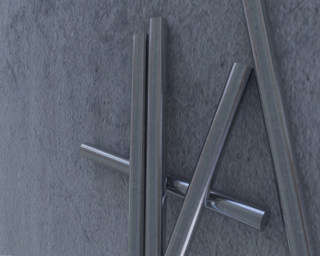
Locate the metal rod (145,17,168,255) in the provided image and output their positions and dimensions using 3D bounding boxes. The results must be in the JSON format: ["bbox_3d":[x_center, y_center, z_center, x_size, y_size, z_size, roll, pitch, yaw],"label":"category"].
[{"bbox_3d":[-0.004,0.008,0.382,0.025,0.025,0.298,-7,78,39],"label":"metal rod"}]

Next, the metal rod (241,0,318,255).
[{"bbox_3d":[0.117,-0.004,0.307,0.025,0.025,0.298,-14,81,39],"label":"metal rod"}]

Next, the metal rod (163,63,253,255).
[{"bbox_3d":[0.040,0.075,0.337,0.025,0.025,0.298,21,93,37],"label":"metal rod"}]

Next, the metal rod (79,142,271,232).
[{"bbox_3d":[-0.007,0.064,0.408,0.300,0.025,0.025,14,99,38],"label":"metal rod"}]

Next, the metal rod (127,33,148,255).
[{"bbox_3d":[-0.026,0.023,0.397,0.025,0.025,0.298,-8,77,39],"label":"metal rod"}]
